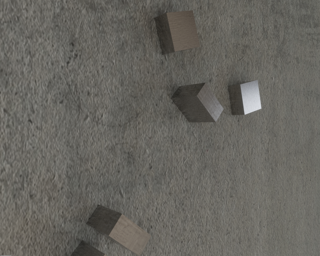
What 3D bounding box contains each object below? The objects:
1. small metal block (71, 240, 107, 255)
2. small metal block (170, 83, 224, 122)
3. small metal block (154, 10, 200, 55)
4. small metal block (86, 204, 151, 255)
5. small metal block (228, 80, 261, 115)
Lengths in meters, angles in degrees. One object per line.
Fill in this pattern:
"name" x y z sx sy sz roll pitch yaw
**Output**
"small metal block" -0.078 0.152 0.323 0.050 0.050 0.025 -52 121 -27
"small metal block" 0.052 -0.034 0.431 0.050 0.050 0.025 49 61 -29
"small metal block" 0.024 -0.131 0.424 0.050 0.025 0.050 -22 104 -38
"small metal block" -0.047 0.115 0.349 0.050 0.050 0.025 47 62 -30
"small metal block" 0.144 -0.052 0.525 0.050 0.025 0.050 -18 102 -39
